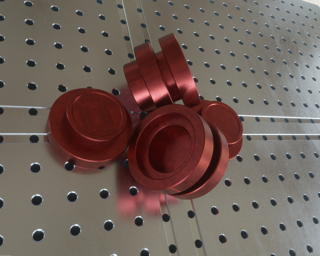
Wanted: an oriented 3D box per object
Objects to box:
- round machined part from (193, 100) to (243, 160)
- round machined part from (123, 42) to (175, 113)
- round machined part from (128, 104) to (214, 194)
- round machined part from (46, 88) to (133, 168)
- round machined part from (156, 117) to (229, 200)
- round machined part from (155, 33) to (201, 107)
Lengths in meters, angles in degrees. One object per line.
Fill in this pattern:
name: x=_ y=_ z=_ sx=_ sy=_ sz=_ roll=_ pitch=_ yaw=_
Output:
round machined part: x=0.077 y=0.001 z=0.438 sx=0.099 sy=0.042 sz=0.098 roll=13 pitch=56 yaw=-21
round machined part: x=-0.015 y=-0.058 z=0.403 sx=0.042 sy=0.098 sz=0.098 roll=-22 pitch=68 yaw=6
round machined part: x=0.015 y=0.026 z=0.347 sx=0.042 sy=0.098 sz=0.098 roll=34 pitch=43 yaw=-48
round machined part: x=-0.077 y=-0.006 z=0.359 sx=0.099 sy=0.042 sz=0.098 roll=13 pitch=56 yaw=-21
round machined part: x=0.037 y=0.037 z=0.370 sx=0.042 sy=0.098 sz=0.098 roll=35 pitch=43 yaw=-48
round machined part: x=0.016 y=-0.069 z=0.403 sx=0.042 sy=0.098 sz=0.098 roll=-22 pitch=68 yaw=6
